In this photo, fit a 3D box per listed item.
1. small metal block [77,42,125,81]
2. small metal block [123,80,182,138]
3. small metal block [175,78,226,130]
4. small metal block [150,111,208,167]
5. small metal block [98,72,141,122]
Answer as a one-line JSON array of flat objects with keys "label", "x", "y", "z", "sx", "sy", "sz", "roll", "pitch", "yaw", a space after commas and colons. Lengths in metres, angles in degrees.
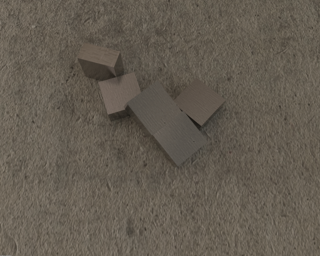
[{"label": "small metal block", "x": -0.079, "y": -0.087, "z": 0.426, "sx": 0.050, "sy": 0.050, "sz": 0.025, "roll": 15, "pitch": 71, "yaw": 5}, {"label": "small metal block", "x": -0.010, "y": -0.024, "z": 0.395, "sx": 0.050, "sy": 0.025, "sz": 0.050, "roll": -38, "pitch": 93, "yaw": -17}, {"label": "small metal block", "x": 0.051, "y": -0.031, "z": 0.420, "sx": 0.050, "sy": 0.025, "sz": 0.050, "roll": 41, "pitch": 75, "yaw": 13}, {"label": "small metal block", "x": 0.024, "y": 0.015, "z": 0.397, "sx": 0.050, "sy": 0.025, "sz": 0.050, "roll": -38, "pitch": 88, "yaw": -13}, {"label": "small metal block", "x": -0.051, "y": -0.043, "z": 0.423, "sx": 0.050, "sy": 0.025, "sz": 0.050, "roll": -17, "pitch": 71, "yaw": -6}]
